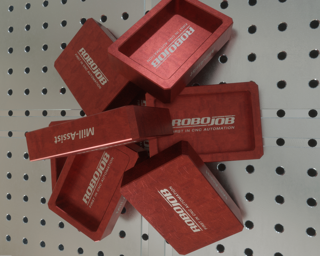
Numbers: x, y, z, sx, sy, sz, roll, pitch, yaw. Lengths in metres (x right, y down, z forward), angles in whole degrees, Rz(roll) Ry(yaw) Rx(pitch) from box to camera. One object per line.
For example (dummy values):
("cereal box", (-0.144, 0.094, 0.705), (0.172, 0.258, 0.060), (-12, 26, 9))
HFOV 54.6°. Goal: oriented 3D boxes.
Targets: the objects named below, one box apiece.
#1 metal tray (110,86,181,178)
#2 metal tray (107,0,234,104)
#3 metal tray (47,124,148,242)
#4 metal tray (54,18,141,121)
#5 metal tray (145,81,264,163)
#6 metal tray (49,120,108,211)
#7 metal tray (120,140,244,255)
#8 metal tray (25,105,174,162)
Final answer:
("metal tray", (-0.022, 0.000, 0.418), (0.090, 0.030, 0.129), (-5, 86, 18))
("metal tray", (0.014, -0.101, 0.370), (0.090, 0.030, 0.130), (35, 68, 17))
("metal tray", (-0.083, 0.069, 0.407), (0.090, 0.030, 0.129), (28, 99, 18))
("metal tray", (-0.084, -0.078, 0.422), (0.090, 0.030, 0.130), (-47, 60, 14))
("metal tray", (0.052, -0.005, 0.372), (0.131, 0.030, 0.090), (-4, 89, 2))
("metal tray", (-0.112, 0.052, 0.450), (0.090, 0.030, 0.129), (-4, 88, 19))
("metal tray", (0.027, 0.087, 0.365), (0.090, 0.030, 0.130), (-31, 113, 18))
("metal tray", (-0.062, 0.007, 0.332), (0.130, 0.090, 0.030), (-13, 86, 24))
